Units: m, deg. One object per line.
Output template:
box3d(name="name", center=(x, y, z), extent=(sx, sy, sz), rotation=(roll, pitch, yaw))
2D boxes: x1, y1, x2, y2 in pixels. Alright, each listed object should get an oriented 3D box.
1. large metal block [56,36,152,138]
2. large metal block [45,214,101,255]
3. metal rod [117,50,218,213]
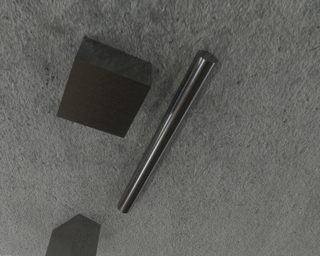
box3d(name="large metal block", center=(-0.063, -0.044, 0.352), extent=(0.081, 0.050, 0.079), rotation=(19, 127, -16))
box3d(name="large metal block", center=(-0.156, 0.213, 0.550), extent=(0.080, 0.080, 0.050), rotation=(-35, 122, 25))
box3d(name="metal rod", center=(-0.003, 0.027, 0.429), extent=(0.025, 0.025, 0.298), rotation=(17, 128, -14))
